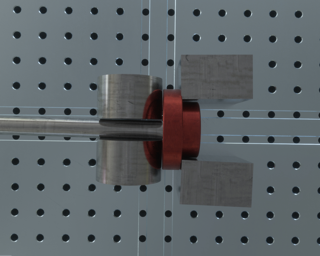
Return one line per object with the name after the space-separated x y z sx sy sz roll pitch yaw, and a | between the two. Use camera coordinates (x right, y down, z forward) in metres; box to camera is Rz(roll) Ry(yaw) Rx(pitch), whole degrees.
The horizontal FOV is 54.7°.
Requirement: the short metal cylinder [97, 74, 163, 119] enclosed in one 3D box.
-0.037 -0.036 0.385 0.081 0.080 0.050 1 91 0 | short metal cylinder

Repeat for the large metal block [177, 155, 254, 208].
0.064 0.062 0.387 0.080 0.080 0.050 3 90 0 | large metal block

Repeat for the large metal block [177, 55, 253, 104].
0.064 -0.058 0.387 0.081 0.080 0.050 0 90 0 | large metal block

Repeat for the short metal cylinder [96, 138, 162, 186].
-0.038 0.039 0.385 0.081 0.080 0.050 1 91 0 | short metal cylinder

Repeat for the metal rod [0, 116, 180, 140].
-0.120 -0.001 0.401 0.302 0.025 0.025 2 90 4 | metal rod

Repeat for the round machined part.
0.025 0.002 0.376 0.042 0.098 0.097 1 90 0 | round machined part
